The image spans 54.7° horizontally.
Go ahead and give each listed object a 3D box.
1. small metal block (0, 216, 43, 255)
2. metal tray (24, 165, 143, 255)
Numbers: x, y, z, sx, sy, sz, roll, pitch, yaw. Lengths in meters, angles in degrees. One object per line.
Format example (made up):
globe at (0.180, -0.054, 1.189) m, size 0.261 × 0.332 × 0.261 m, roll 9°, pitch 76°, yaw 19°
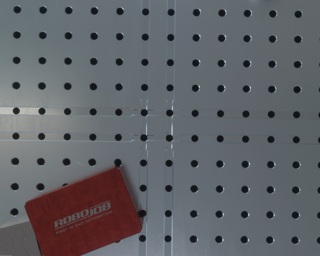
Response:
small metal block at (-0.184, 0.150, 0.412) m, size 0.050 × 0.025 × 0.050 m, roll -14°, pitch 90°, yaw 0°
metal tray at (-0.098, 0.114, 0.410) m, size 0.131 × 0.030 × 0.090 m, roll -21°, pitch 90°, yaw 0°
